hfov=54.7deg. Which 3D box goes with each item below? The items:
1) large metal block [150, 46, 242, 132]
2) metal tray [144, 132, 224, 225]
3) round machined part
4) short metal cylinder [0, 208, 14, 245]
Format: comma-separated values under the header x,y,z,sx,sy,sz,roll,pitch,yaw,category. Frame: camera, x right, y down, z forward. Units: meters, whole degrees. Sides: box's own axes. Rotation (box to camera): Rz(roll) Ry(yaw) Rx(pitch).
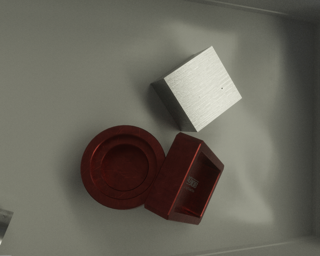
x,y,z,sx,sy,sz,roll,pitch,yaw,category
0.048,-0.050,0.416,0.080,0.050,0.080,-36,102,-17,large metal block
0.037,0.068,0.379,0.090,0.030,0.130,-64,152,-9,metal tray
-0.041,0.049,0.374,0.099,0.042,0.098,0,73,0,round machined part
-0.190,0.117,0.311,0.050,0.080,0.080,24,82,-19,short metal cylinder
